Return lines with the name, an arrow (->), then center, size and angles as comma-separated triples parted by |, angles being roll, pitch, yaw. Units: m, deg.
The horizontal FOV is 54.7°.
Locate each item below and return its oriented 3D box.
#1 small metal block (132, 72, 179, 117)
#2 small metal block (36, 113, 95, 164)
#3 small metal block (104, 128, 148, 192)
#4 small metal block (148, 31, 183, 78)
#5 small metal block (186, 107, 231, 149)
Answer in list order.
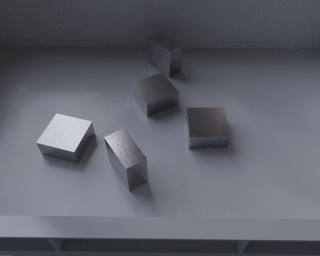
small metal block -> -0.007, -0.049, 0.446 | 0.050, 0.025, 0.050 | -21, 53, -17
small metal block -> -0.118, 0.013, 0.393 | 0.050, 0.025, 0.050 | 13, 51, 10
small metal block -> -0.038, 0.037, 0.357 | 0.025, 0.050, 0.050 | -27, 55, -20
small metal block -> 0.007, -0.115, 0.485 | 0.025, 0.050, 0.050 | -35, 58, -25
small metal block -> 0.061, 0.000, 0.406 | 0.050, 0.025, 0.050 | -1, 50, -1
